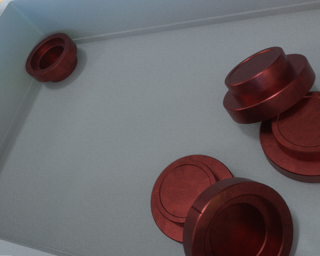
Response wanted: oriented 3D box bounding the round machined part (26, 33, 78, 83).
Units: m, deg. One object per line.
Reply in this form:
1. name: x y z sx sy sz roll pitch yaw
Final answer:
1. round machined part: -0.192 -0.123 0.569 0.098 0.042 0.098 -13 56 20

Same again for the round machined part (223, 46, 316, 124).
1. round machined part: 0.111 -0.052 0.339 0.098 0.042 0.098 -34 19 13

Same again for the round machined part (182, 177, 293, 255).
1. round machined part: 0.066 0.093 0.280 0.098 0.098 0.042 -53 15 -9

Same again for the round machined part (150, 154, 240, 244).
1. round machined part: 0.034 0.073 0.332 0.098 0.042 0.098 -13 56 20

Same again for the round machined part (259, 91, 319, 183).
1. round machined part: 0.151 0.002 0.314 0.098 0.042 0.098 -13 56 20
